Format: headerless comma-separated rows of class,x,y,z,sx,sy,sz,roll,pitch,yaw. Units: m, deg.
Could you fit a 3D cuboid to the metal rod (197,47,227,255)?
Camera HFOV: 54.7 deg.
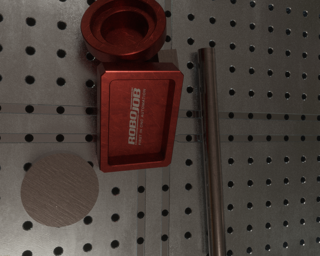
metal rod,0.074,0.038,0.441,0.025,0.025,0.298,-4,92,-20

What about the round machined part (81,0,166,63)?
round machined part,-0.041,-0.113,0.373,0.099,0.042,0.098,-1,64,2

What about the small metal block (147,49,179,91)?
small metal block,0.003,-0.071,0.401,0.025,0.050,0.050,-9,94,-20

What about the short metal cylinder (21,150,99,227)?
short metal cylinder,-0.115,0.067,0.357,0.081,0.050,0.079,0,90,-21

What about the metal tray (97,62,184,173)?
metal tray,-0.027,-0.011,0.366,0.091,0.030,0.129,-3,121,-17
